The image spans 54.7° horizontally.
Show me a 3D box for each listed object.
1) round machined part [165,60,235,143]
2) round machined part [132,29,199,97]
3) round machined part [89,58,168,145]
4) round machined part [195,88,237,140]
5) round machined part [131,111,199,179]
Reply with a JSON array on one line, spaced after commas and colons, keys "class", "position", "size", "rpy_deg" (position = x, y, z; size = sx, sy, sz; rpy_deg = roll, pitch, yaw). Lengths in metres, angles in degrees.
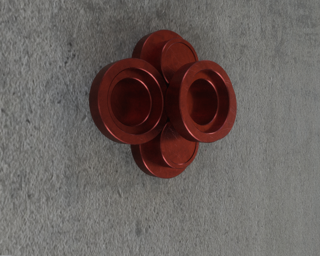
[{"class": "round machined part", "position": [0.045, -0.031, 0.380], "size": [0.099, 0.042, 0.097], "rpy_deg": [-1, 91, -40]}, {"class": "round machined part", "position": [0.014, -0.081, 0.409], "size": [0.099, 0.042, 0.097], "rpy_deg": [0, 90, -40]}, {"class": "round machined part", "position": [-0.039, -0.030, 0.364], "size": [0.099, 0.042, 0.097], "rpy_deg": [0, 90, -40]}, {"class": "round machined part", "position": [0.065, -0.031, 0.452], "size": [0.099, 0.042, 0.097], "rpy_deg": [0, 90, -40]}, {"class": "round machined part", "position": [0.013, 0.018, 0.408], "size": [0.099, 0.042, 0.097], "rpy_deg": [0, 90, -40]}]
